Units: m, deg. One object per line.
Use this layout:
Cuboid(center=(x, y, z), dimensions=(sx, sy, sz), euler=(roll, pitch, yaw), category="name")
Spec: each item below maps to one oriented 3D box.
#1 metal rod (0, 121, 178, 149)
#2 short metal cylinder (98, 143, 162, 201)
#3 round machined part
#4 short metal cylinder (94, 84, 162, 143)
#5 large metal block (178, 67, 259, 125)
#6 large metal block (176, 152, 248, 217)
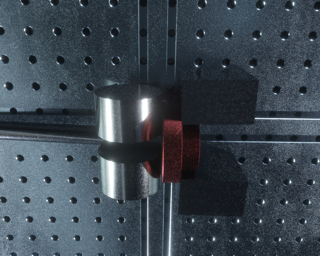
Cuboid(center=(-0.121, 0.007, 0.402), dimensions=(0.302, 0.025, 0.025), euler=(3, 110, 3), category="metal rod")
Cuboid(center=(-0.038, 0.050, 0.401), dimensions=(0.081, 0.080, 0.050), euler=(1, 111, -1), category="short metal cylinder")
Cuboid(center=(0.024, 0.018, 0.381), dimensions=(0.042, 0.098, 0.097), euler=(1, 110, 0), category="round machined part")
Cuboid(center=(-0.038, -0.020, 0.376), dimensions=(0.081, 0.080, 0.050), euler=(1, 111, -1), category="short metal cylinder")
Cuboid(center=(0.064, -0.041, 0.370), dimensions=(0.081, 0.080, 0.050), euler=(0, 110, 0), category="large metal block")
Cuboid(center=(0.063, 0.071, 0.412), dimensions=(0.081, 0.080, 0.050), euler=(3, 110, -1), category="large metal block")
